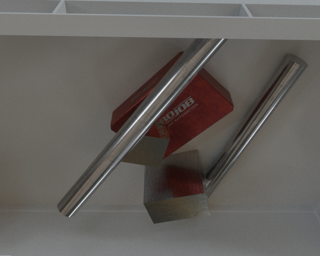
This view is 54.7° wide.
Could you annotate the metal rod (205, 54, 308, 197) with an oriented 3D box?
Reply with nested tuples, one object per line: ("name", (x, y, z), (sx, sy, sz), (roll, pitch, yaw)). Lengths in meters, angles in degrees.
("metal rod", (0.104, 0.031, 0.437), (0.025, 0.025, 0.298), (15, 129, -13))

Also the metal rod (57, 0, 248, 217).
("metal rod", (-0.020, -0.007, 0.338), (0.025, 0.025, 0.299), (33, 109, -25))

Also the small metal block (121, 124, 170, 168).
("small metal block", (-0.019, 0.020, 0.386), (0.050, 0.025, 0.050), (10, 129, -9))

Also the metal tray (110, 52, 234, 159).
("metal tray", (0.013, -0.021, 0.388), (0.090, 0.030, 0.130), (37, 121, -28))

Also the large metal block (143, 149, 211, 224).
("large metal block", (0.023, 0.083, 0.444), (0.080, 0.080, 0.050), (-12, 129, 9))
